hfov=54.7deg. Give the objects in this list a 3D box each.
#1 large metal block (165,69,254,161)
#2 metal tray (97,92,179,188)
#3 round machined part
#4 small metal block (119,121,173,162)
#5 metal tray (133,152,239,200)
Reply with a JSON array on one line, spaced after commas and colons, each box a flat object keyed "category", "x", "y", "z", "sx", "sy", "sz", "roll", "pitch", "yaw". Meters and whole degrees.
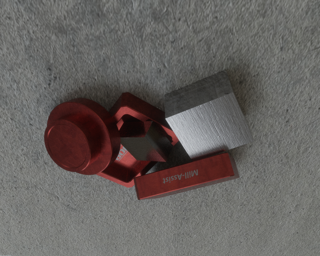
[{"category": "large metal block", "x": 0.060, "y": -0.013, "z": 0.382, "sx": 0.080, "sy": 0.050, "sz": 0.080, "roll": -21, "pitch": 127, "yaw": 17}, {"category": "metal tray", "x": -0.044, "y": 0.022, "z": 0.423, "sx": 0.090, "sy": 0.030, "sz": 0.129, "roll": 28, "pitch": 125, "yaw": -22}, {"category": "round machined part", "x": -0.102, "y": 0.015, "z": 0.382, "sx": 0.098, "sy": 0.042, "sz": 0.097, "roll": 9, "pitch": 113, "yaw": 22}, {"category": "small metal block", "x": -0.020, "y": 0.017, "z": 0.393, "sx": 0.050, "sy": 0.025, "sz": 0.050, "roll": -2, "pitch": 139, "yaw": 39}, {"category": "metal tray", "x": 0.040, "y": 0.070, "z": 0.435, "sx": 0.130, "sy": 0.030, "sz": 0.090, "roll": -17, "pitch": 164, "yaw": 15}]
